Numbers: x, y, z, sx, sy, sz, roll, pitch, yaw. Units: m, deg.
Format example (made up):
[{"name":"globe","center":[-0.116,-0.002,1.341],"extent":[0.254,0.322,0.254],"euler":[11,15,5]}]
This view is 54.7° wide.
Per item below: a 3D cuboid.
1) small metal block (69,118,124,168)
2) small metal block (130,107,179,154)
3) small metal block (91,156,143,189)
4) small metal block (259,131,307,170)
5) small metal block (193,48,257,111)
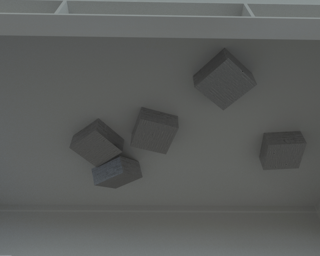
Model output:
[{"name":"small metal block","center":[-0.086,0.021,0.426],"extent":[0.050,0.025,0.050],"euler":[-31,123,23]},{"name":"small metal block","center":[-0.008,0.004,0.413],"extent":[0.050,0.025,0.050],"euler":[14,129,-12]},{"name":"small metal block","center":[-0.062,0.066,0.451],"extent":[0.050,0.025,0.050],"euler":[-26,154,20]},{"name":"small metal block","center":[0.172,0.032,0.438],"extent":[0.050,0.025,0.050],"euler":[-3,130,2]},{"name":"small metal block","center":[0.075,-0.056,0.362],"extent":[0.050,0.025,0.050],"euler":[34,122,-26]}]
